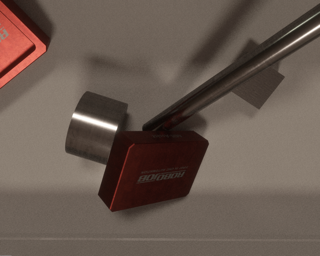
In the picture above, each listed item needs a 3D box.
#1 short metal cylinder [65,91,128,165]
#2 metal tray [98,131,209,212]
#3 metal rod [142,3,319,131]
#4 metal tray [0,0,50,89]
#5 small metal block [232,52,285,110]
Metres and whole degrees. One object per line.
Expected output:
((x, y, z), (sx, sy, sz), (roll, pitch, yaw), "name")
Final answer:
((-0.076, 0.000, 0.379), (0.050, 0.080, 0.079), (18, 109, -3), "short metal cylinder")
((-0.004, 0.050, 0.387), (0.131, 0.030, 0.089), (0, 116, -42), "metal tray")
((0.087, -0.060, 0.326), (0.025, 0.025, 0.299), (45, 128, -15), "metal rod")
((-0.208, -0.092, 0.359), (0.130, 0.030, 0.090), (-34, 123, 11), "metal tray")
((0.118, -0.060, 0.391), (0.050, 0.025, 0.050), (31, 107, -11), "small metal block")
